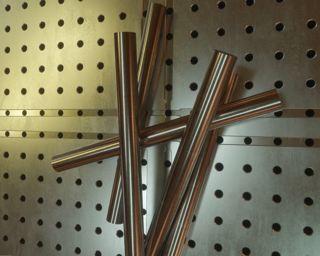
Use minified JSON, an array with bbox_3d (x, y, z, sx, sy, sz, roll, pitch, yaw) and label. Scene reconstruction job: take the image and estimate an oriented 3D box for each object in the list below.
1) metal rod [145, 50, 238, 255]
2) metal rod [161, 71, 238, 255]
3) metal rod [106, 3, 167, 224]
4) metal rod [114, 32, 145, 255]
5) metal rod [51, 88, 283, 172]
[{"bbox_3d":[0.023,0.057,0.366,0.025,0.025,0.298,25,112,18],"label":"metal rod"},{"bbox_3d":[0.042,0.073,0.397,0.025,0.025,0.298,18,96,18],"label":"metal rod"},{"bbox_3d":[-0.033,-0.016,0.423,0.025,0.025,0.298,13,94,19],"label":"metal rod"},{"bbox_3d":[-0.035,0.040,0.372,0.025,0.025,0.298,1,99,19],"label":"metal rod"},{"bbox_3d":[-0.006,0.009,0.386,0.301,0.025,0.025,-17,85,18],"label":"metal rod"}]
